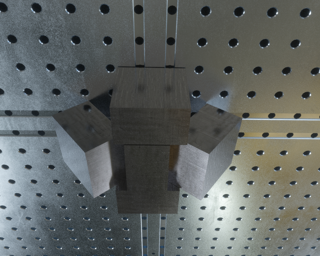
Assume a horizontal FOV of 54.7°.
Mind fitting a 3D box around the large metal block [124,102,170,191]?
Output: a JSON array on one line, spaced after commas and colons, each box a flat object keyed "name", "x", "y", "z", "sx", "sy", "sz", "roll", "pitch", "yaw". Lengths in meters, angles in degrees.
[{"name": "large metal block", "x": -0.015, "y": 0.023, "z": 0.394, "sx": 0.050, "sy": 0.080, "sz": 0.079, "roll": 1, "pitch": 130, "yaw": -1}]

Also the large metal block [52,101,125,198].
[{"name": "large metal block", "x": -0.086, "y": 0.025, "z": 0.388, "sx": 0.050, "sy": 0.080, "sz": 0.079, "roll": -28, "pitch": 139, "yaw": -30}]

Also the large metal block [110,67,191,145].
[{"name": "large metal block", "x": -0.010, "y": -0.027, "z": 0.351, "sx": 0.081, "sy": 0.080, "sz": 0.050, "roll": 1, "pitch": 130, "yaw": -1}]

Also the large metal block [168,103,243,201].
[{"name": "large metal block", "x": 0.055, "y": 0.028, "z": 0.389, "sx": 0.050, "sy": 0.080, "sz": 0.079, "roll": 27, "pitch": 136, "yaw": 27}]

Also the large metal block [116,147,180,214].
[{"name": "large metal block", "x": -0.016, "y": 0.072, "z": 0.435, "sx": 0.081, "sy": 0.080, "sz": 0.050, "roll": 1, "pitch": 130, "yaw": -1}]
